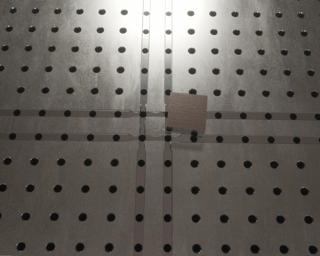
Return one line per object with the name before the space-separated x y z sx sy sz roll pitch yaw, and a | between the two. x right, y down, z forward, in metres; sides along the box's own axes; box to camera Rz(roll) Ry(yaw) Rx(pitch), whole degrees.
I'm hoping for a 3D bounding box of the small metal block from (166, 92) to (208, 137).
small metal block | 0.036 -0.019 0.419 0.050 0.025 0.050 6 70 2
